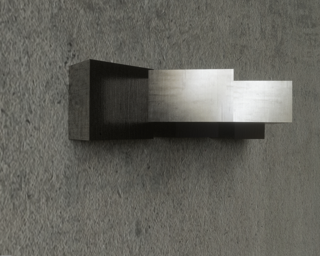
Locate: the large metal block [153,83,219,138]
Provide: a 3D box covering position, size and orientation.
[{"bbox_3d":[0.034,-0.028,0.421,0.081,0.050,0.079,1,90,-40],"label":"large metal block"}]

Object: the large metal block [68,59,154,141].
[{"bbox_3d":[-0.054,-0.028,0.346,0.081,0.050,0.079,0,90,-40],"label":"large metal block"}]

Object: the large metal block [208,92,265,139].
[{"bbox_3d":[0.124,-0.023,0.497,0.081,0.050,0.079,2,89,-40],"label":"large metal block"}]

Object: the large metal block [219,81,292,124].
[{"bbox_3d":[0.121,-0.031,0.412,0.080,0.080,0.050,1,89,4],"label":"large metal block"}]

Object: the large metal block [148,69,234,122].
[{"bbox_3d":[0.032,-0.031,0.334,0.080,0.080,0.050,-11,101,-85],"label":"large metal block"}]
